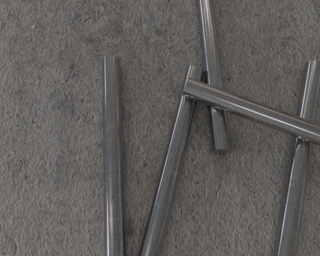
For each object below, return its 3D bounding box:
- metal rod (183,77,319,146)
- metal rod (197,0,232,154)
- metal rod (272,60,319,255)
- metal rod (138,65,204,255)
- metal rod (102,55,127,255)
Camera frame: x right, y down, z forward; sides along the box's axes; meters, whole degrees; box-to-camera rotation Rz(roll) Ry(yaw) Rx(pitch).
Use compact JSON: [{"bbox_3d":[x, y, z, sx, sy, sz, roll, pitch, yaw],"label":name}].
[{"bbox_3d":[0.173,0.000,0.381,0.301,0.025,0.025,21,72,7],"label":"metal rod"},{"bbox_3d":[0.074,-0.110,0.448,0.025,0.025,0.299,-2,70,-1],"label":"metal rod"},{"bbox_3d":[0.176,0.045,0.392,0.025,0.025,0.299,16,71,6],"label":"metal rod"},{"bbox_3d":[0.013,0.055,0.387,0.025,0.025,0.299,14,70,5],"label":"metal rod"},{"bbox_3d":[-0.059,0.043,0.391,0.025,0.025,0.299,-4,70,-2],"label":"metal rod"}]
